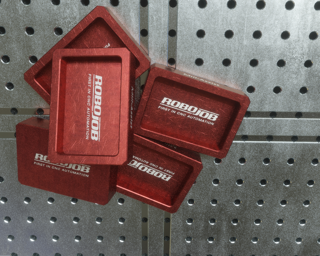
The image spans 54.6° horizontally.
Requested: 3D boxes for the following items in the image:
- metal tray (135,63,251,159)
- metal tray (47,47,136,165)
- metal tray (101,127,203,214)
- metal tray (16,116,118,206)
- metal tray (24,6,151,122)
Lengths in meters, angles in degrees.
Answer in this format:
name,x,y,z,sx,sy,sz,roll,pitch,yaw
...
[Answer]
name,x,y,z,sx,sy,sz,roll,pitch,yaw
metal tray,0.038,-0.021,0.402,0.131,0.030,0.089,17,110,-7
metal tray,-0.077,-0.024,0.355,0.090,0.030,0.129,1,86,7
metal tray,-0.018,0.055,0.430,0.131,0.030,0.090,24,109,-9
metal tray,-0.121,0.042,0.407,0.130,0.030,0.089,11,111,10
metal tray,-0.087,-0.073,0.382,0.130,0.030,0.090,-38,105,12
